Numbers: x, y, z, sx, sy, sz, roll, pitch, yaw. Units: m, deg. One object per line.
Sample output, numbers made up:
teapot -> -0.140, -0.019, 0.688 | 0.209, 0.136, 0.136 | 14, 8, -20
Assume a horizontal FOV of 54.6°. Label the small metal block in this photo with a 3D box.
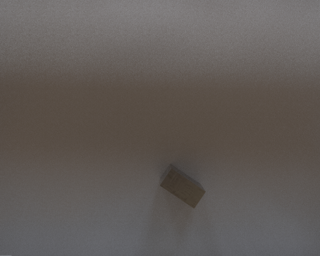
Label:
small metal block -> 0.028, 0.073, 0.399 | 0.050, 0.050, 0.025 | 34, 90, 0
